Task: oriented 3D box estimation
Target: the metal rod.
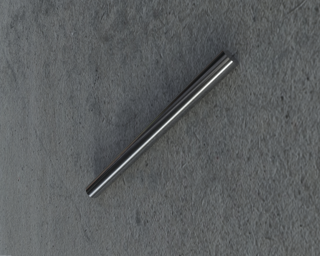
[{"bbox_3d":[-0.014,0.011,0.417,0.299,0.025,0.025,-44,64,30],"label":"metal rod"}]
